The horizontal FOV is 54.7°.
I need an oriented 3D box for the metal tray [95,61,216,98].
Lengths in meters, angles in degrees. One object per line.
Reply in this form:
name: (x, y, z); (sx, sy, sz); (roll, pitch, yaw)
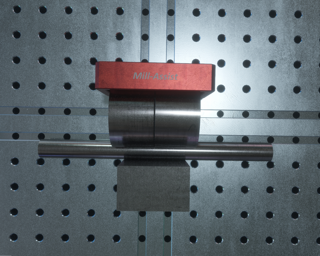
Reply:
metal tray: (-0.005, -0.056, 0.377); (0.131, 0.090, 0.030); (1, 90, 0)

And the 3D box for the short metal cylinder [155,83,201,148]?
short metal cylinder: (0.020, -0.016, 0.383); (0.050, 0.080, 0.079); (2, 90, 0)

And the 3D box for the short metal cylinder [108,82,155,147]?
short metal cylinder: (-0.032, -0.016, 0.383); (0.050, 0.080, 0.079); (1, 90, 0)

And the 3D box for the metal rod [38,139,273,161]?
metal rod: (-0.005, 0.029, 0.409); (0.302, 0.025, 0.025); (1, 90, 0)

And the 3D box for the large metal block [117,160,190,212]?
large metal block: (-0.007, 0.067, 0.382); (0.081, 0.080, 0.050); (1, 90, 0)
